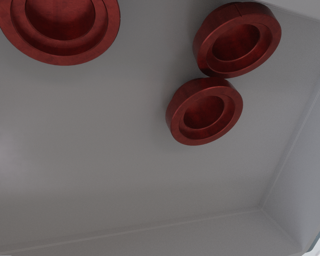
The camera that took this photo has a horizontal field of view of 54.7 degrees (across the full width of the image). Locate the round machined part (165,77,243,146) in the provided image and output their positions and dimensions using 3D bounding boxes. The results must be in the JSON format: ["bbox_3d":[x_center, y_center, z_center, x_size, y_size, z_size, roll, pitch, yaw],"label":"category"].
[{"bbox_3d":[0.053,-0.026,0.401,0.099,0.042,0.097,-13,136,-13],"label":"round machined part"}]

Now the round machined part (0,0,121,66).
[{"bbox_3d":[-0.086,-0.106,0.271,0.099,0.042,0.097,-10,142,-8],"label":"round machined part"}]

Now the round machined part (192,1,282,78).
[{"bbox_3d":[0.085,-0.106,0.362,0.099,0.042,0.098,-11,149,-6],"label":"round machined part"}]
